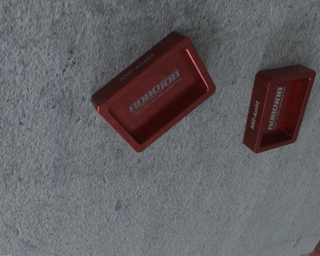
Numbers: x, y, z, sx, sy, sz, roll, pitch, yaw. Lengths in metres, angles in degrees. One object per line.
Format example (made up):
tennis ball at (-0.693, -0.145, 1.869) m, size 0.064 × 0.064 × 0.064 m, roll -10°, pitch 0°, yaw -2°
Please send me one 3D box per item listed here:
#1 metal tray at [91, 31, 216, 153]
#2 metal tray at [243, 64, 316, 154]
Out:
metal tray at (-0.004, -0.041, 0.375) m, size 0.130 × 0.030 × 0.090 m, roll -39°, pitch 130°, yaw -2°
metal tray at (0.185, -0.028, 0.486) m, size 0.091 × 0.030 × 0.129 m, roll -13°, pitch 124°, yaw -22°
